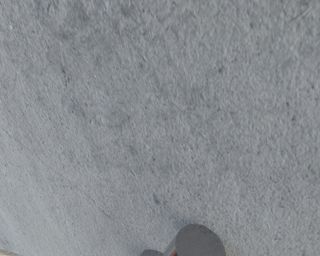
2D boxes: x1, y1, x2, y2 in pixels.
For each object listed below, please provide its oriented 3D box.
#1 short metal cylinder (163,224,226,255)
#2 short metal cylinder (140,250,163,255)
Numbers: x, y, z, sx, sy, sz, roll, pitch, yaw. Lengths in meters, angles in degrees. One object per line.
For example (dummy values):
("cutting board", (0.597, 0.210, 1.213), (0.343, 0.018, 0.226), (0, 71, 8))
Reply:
("short metal cylinder", (0.051, 0.193, 0.463), (0.080, 0.080, 0.050), (32, 128, 7))
("short metal cylinder", (-0.012, 0.269, 0.562), (0.080, 0.050, 0.079), (13, 124, 20))
